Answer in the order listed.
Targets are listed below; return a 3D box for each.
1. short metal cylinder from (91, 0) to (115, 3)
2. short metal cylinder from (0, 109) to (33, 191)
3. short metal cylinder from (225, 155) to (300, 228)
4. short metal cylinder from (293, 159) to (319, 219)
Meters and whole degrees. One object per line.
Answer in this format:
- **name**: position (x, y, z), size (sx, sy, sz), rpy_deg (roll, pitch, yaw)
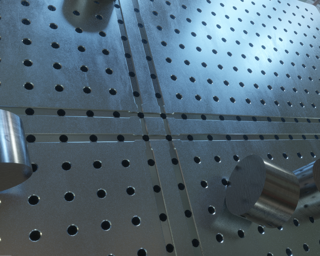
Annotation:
- **short metal cylinder**: position (-0.097, -0.247, 0.492), size (0.081, 0.050, 0.080), rpy_deg (14, 56, -21)
- **short metal cylinder**: position (-0.160, 0.024, 0.272), size (0.081, 0.080, 0.050), rpy_deg (-7, 66, -32)
- **short metal cylinder**: position (0.128, 0.080, 0.395), size (0.050, 0.080, 0.080), rpy_deg (25, 53, -14)
- **short metal cylinder**: position (0.243, 0.092, 0.469), size (0.081, 0.050, 0.080), rpy_deg (14, 56, -21)
